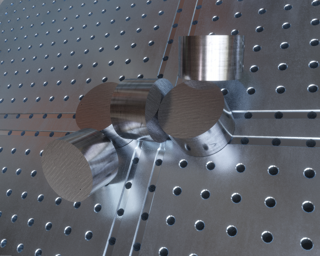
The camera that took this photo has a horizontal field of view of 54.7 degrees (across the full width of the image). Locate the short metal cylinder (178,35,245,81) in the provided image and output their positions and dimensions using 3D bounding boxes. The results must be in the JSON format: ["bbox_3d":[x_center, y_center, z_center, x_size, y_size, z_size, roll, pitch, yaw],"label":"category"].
[{"bbox_3d":[0.063,-0.088,0.385,0.080,0.081,0.050,9,108,32],"label":"short metal cylinder"}]

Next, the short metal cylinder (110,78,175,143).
[{"bbox_3d":[-0.018,-0.023,0.395,0.050,0.080,0.080,5,64,30],"label":"short metal cylinder"}]

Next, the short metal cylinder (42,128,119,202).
[{"bbox_3d":[-0.100,0.045,0.389,0.080,0.050,0.079,9,110,26],"label":"short metal cylinder"}]

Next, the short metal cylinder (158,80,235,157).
[{"bbox_3d":[0.045,-0.012,0.374,0.080,0.050,0.080,-13,56,20],"label":"short metal cylinder"}]

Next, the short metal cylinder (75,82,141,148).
[{"bbox_3d":[-0.070,-0.018,0.437,0.080,0.050,0.080,-13,56,20],"label":"short metal cylinder"}]
